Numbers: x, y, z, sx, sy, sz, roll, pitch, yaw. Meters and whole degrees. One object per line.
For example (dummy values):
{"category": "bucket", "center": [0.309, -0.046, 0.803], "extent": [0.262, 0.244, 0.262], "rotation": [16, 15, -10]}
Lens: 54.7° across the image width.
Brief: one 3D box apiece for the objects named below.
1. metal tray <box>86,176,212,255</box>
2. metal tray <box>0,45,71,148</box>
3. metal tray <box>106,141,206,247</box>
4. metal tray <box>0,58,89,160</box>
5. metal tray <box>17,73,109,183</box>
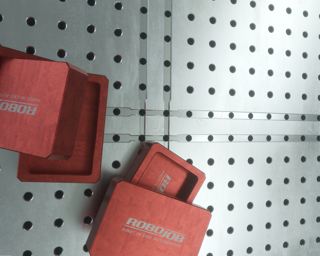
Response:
{"category": "metal tray", "center": [-0.011, 0.122, 0.375], "extent": [0.131, 0.030, 0.090], "rotation": [24, 82, -19]}
{"category": "metal tray", "center": [-0.164, -0.036, 0.316], "extent": [0.131, 0.030, 0.090], "rotation": [14, 88, -17]}
{"category": "metal tray", "center": [-0.009, 0.094, 0.407], "extent": [0.090, 0.030, 0.130], "rotation": [35, 79, -17]}
{"category": "metal tray", "center": [-0.142, -0.023, 0.315], "extent": [0.130, 0.030, 0.090], "rotation": [9, 86, 22]}
{"category": "metal tray", "center": [-0.114, -0.002, 0.368], "extent": [0.091, 0.030, 0.129], "rotation": [5, 88, -20]}
